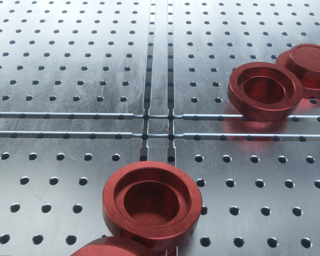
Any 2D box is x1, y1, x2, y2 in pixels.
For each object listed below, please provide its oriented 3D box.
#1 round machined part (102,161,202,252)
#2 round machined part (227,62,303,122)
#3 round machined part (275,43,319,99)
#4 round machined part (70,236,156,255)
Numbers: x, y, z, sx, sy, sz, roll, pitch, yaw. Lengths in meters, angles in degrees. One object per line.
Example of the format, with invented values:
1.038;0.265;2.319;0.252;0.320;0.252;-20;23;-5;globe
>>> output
-0.009;0.082;0.317;0.099;0.042;0.098;6;37;-4;round machined part
0.144;-0.046;0.436;0.099;0.042;0.098;0;50;0;round machined part
0.228;-0.093;0.476;0.099;0.042;0.098;0;50;0;round machined part
-0.036;0.139;0.258;0.098;0.042;0.098;-1;87;13;round machined part
